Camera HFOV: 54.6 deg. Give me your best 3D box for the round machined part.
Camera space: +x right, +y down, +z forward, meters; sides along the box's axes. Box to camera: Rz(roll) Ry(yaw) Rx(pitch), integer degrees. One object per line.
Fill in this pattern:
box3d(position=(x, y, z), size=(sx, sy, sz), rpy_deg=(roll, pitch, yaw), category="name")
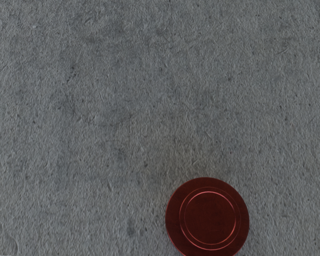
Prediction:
box3d(position=(0.055, 0.106, 0.361), size=(0.099, 0.042, 0.098), rpy_deg=(0, 70, 0), category="round machined part")
